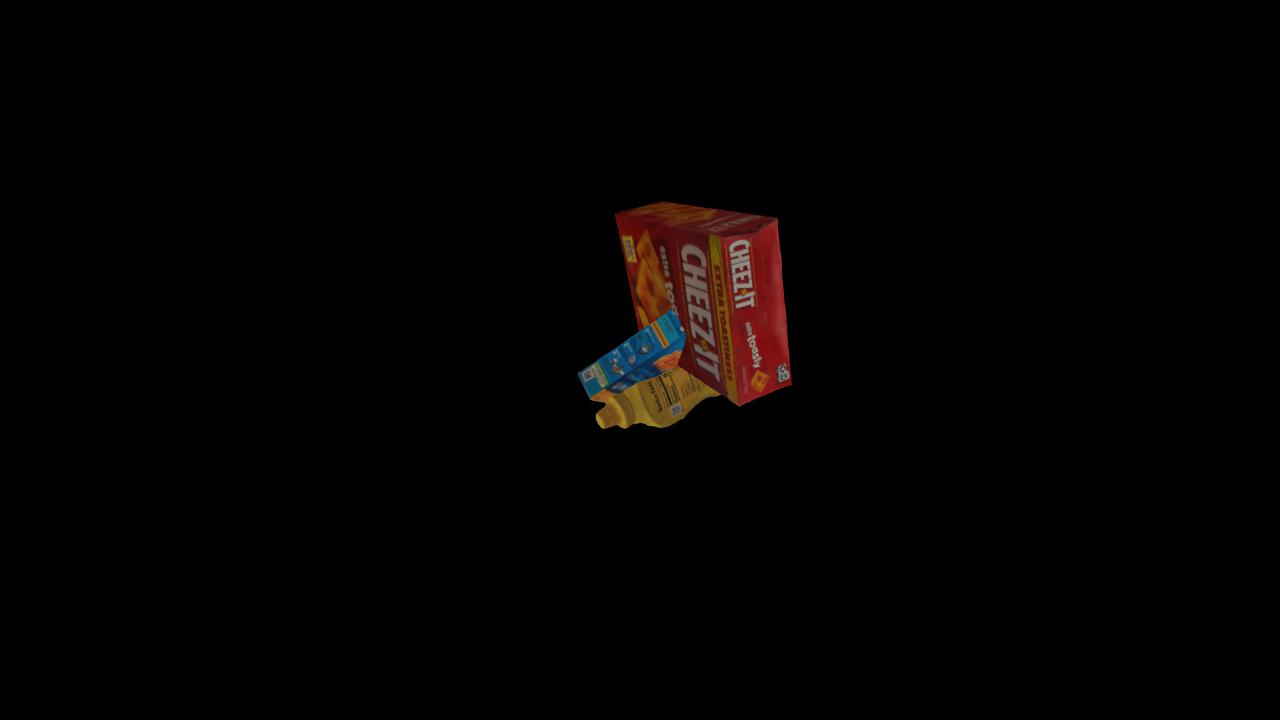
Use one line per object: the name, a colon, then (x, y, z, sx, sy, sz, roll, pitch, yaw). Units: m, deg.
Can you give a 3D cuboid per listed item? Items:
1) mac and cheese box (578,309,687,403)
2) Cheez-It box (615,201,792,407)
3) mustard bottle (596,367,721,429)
mac and cheese box: (0.031, -0.014, 0.670, 0.184, 0.041, 0.093, -34, -22, 16)
Cheez-It box: (0.060, -0.070, 0.640, 0.071, 0.166, 0.223, -21, 26, -19)
mustard bottle: (0.029, 0.027, 0.700, 0.184, 0.092, 0.054, -29, 20, -24)
